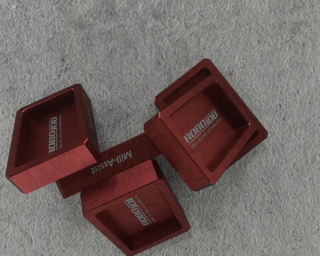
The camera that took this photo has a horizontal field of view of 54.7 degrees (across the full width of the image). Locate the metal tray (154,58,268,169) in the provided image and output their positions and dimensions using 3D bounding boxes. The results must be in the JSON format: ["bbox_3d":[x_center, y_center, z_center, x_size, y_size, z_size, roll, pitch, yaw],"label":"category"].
[{"bbox_3d":[0.065,-0.014,0.409,0.090,0.030,0.130,-38,91,-1],"label":"metal tray"}]

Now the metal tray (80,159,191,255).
[{"bbox_3d":[-0.023,0.100,0.367,0.090,0.030,0.130,-25,135,0],"label":"metal tray"}]

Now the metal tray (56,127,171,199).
[{"bbox_3d":[-0.052,0.037,0.378,0.131,0.090,0.030,-25,90,0],"label":"metal tray"}]

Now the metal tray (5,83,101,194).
[{"bbox_3d":[-0.124,0.005,0.362,0.090,0.130,0.030,-24,129,-1],"label":"metal tray"}]

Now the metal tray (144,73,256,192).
[{"bbox_3d":[0.052,-0.001,0.356,0.090,0.030,0.131,52,45,-1],"label":"metal tray"}]
